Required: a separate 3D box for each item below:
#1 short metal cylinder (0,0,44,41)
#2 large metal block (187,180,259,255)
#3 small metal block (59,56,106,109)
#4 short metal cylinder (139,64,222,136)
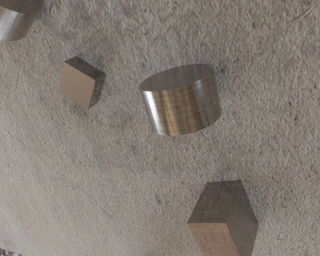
[{"bbox_3d":[-0.191,-0.154,0.377,0.080,0.080,0.050,48,129,-6],"label":"short metal cylinder"},{"bbox_3d":[0.086,0.126,0.404,0.050,0.080,0.080,-12,112,33],"label":"large metal block"},{"bbox_3d":[-0.107,-0.062,0.425,0.050,0.025,0.050,31,129,8],"label":"small metal block"},{"bbox_3d":[0.023,-0.033,0.339,0.080,0.080,0.050,-2,117,29],"label":"short metal cylinder"}]
